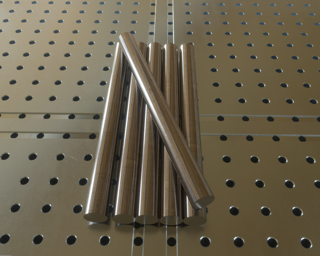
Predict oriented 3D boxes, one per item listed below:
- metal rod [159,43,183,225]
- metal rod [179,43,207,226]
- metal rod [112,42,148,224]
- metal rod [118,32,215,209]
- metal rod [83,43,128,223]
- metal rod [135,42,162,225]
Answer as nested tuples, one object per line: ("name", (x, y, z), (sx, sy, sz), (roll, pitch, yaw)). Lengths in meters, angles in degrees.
("metal rod", (0.015, -0.017, 0.423), (0.025, 0.025, 0.300), (1, 50, 1))
("metal rod", (0.041, -0.017, 0.423), (0.025, 0.025, 0.300), (1, 50, 1))
("metal rod", (-0.035, -0.019, 0.422), (0.025, 0.025, 0.300), (1, 50, 1))
("metal rod", (-0.005, -0.033, 0.403), (0.025, 0.025, 0.300), (-15, 52, -12))
("metal rod", (-0.065, -0.020, 0.423), (0.025, 0.025, 0.300), (1, 50, 1))
("metal rod", (-0.011, -0.018, 0.422), (0.025, 0.025, 0.300), (1, 50, 1))
